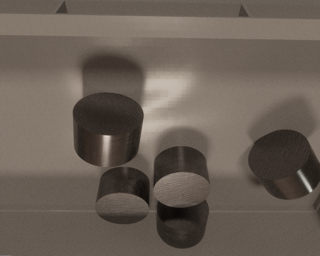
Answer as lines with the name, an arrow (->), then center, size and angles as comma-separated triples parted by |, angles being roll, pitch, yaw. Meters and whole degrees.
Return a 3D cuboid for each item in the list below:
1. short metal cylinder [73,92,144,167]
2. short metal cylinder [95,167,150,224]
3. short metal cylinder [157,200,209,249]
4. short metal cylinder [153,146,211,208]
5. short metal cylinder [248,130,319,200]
short metal cylinder -> -0.062, 0.001, 0.373 | 0.081, 0.080, 0.050 | 6, 130, -6
short metal cylinder -> -0.056, 0.106, 0.482 | 0.081, 0.050, 0.079 | 0, 130, 0
short metal cylinder -> 0.035, 0.143, 0.495 | 0.081, 0.080, 0.050 | 1, 130, -1
short metal cylinder -> 0.031, 0.073, 0.455 | 0.081, 0.050, 0.079 | 0, 130, 0
short metal cylinder -> 0.168, 0.049, 0.417 | 0.080, 0.080, 0.050 | -28, 125, 21
